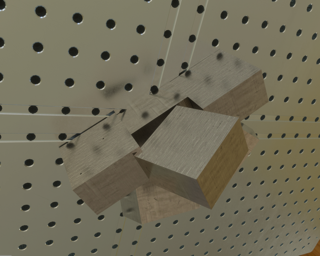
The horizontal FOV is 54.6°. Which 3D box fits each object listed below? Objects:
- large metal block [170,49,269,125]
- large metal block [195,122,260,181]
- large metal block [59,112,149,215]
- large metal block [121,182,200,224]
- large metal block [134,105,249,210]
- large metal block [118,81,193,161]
[{"bbox_3d":[0.072,-0.045,0.386,0.080,0.080,0.050,-34,129,-6],"label":"large metal block"},{"bbox_3d":[0.088,0.027,0.431,0.050,0.080,0.080,33,103,4],"label":"large metal block"},{"bbox_3d":[-0.062,0.039,0.363,0.080,0.080,0.050,-33,129,-7],"label":"large metal block"},{"bbox_3d":[-0.005,0.088,0.418,0.081,0.080,0.050,-9,86,-24],"label":"large metal block"},{"bbox_3d":[0.035,0.027,0.329,0.080,0.080,0.050,-50,134,-26],"label":"large metal block"},{"bbox_3d":[0.004,0.001,0.399,0.080,0.050,0.080,-34,129,-6],"label":"large metal block"}]
